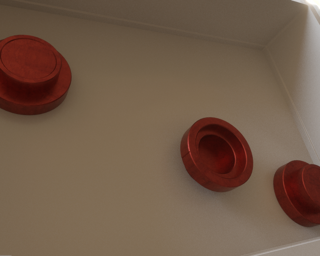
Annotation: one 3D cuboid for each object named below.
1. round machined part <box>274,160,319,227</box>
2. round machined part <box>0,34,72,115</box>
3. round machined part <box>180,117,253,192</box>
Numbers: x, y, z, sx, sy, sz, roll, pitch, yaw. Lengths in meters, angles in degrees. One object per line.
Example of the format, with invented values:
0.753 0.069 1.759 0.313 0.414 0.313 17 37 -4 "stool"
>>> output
0.221 0.092 0.457 0.099 0.042 0.098 14 56 -21 "round machined part"
-0.151 -0.067 0.354 0.099 0.042 0.098 14 56 -21 "round machined part"
0.070 0.038 0.409 0.099 0.042 0.098 14 56 -21 "round machined part"
